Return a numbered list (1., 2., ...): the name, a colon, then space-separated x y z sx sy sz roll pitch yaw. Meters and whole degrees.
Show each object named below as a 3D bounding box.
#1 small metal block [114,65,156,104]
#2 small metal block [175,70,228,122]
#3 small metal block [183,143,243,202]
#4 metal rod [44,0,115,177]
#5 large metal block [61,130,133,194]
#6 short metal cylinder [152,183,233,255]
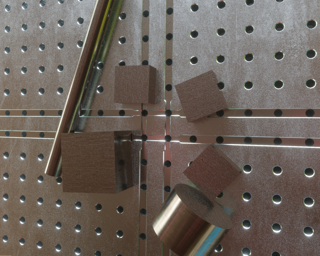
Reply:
1. small metal block: -0.034 -0.058 0.424 0.050 0.025 0.050 3 91 19
2. small metal block: 0.053 -0.039 0.393 0.050 0.025 0.050 -21 83 18
3. small metal block: 0.066 0.055 0.389 0.050 0.025 0.050 45 103 14
4. metal rod: -0.114 -0.072 0.451 0.025 0.025 0.298 21 97 18
5. large metal block: -0.086 0.045 0.429 0.080 0.050 0.079 -3 89 19
6. short metal cylinder: 0.038 0.111 0.369 0.080 0.080 0.050 35 101 16
